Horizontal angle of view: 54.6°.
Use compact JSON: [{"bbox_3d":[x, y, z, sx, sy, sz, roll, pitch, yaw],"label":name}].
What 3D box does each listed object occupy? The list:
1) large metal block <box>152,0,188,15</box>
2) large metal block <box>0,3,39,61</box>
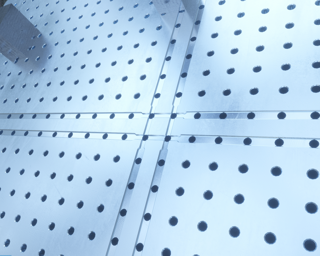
[{"bbox_3d":[0.013,-0.254,0.523,0.050,0.080,0.080,-1,61,28],"label":"large metal block"},{"bbox_3d":[-0.321,-0.205,0.669,0.050,0.080,0.080,-6,59,26],"label":"large metal block"}]
